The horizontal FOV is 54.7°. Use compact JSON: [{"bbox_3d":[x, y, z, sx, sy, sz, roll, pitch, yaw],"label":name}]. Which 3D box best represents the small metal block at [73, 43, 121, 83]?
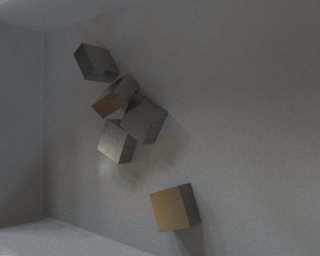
[{"bbox_3d":[-0.095,-0.097,0.469,0.025,0.050,0.050,-42,65,32],"label":"small metal block"}]

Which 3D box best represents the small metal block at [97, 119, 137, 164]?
[{"bbox_3d":[-0.062,0.019,0.458,0.050,0.025,0.050,29,108,36],"label":"small metal block"}]

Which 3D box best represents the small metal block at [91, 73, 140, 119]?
[{"bbox_3d":[-0.063,-0.046,0.440,0.050,0.050,0.025,-27,113,37],"label":"small metal block"}]

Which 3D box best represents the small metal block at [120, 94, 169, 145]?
[{"bbox_3d":[-0.023,-0.012,0.426,0.050,0.025,0.050,38,113,33],"label":"small metal block"}]

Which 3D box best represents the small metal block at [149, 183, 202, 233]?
[{"bbox_3d":[0.019,0.101,0.391,0.050,0.025,0.050,-25,74,37],"label":"small metal block"}]
